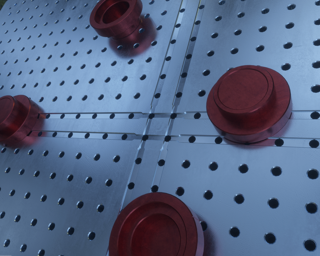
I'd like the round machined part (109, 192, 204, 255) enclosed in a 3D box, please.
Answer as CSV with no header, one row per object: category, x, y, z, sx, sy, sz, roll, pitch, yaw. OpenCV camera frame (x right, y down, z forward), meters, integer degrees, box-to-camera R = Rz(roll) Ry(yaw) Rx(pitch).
round machined part,0.000,0.121,0.324,0.098,0.042,0.098,-13,56,21

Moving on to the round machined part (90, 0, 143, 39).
round machined part,-0.075,-0.201,0.561,0.098,0.042,0.098,-13,56,21

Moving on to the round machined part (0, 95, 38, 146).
round machined part,-0.271,-0.019,0.554,0.098,0.042,0.098,-13,56,21

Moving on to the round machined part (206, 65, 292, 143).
round machined part,0.102,-0.035,0.366,0.098,0.042,0.098,-13,56,21
